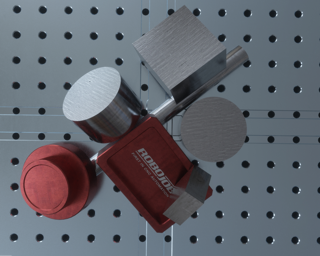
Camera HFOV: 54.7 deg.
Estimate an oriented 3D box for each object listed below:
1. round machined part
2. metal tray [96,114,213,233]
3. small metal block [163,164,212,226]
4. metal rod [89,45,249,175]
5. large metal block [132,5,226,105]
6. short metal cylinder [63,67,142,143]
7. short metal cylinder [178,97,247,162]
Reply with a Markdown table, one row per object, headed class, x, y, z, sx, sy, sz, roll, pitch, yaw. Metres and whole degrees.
| class | x | y | z | sx | sy | sz | roll | pitch | yaw |
| --- | --- | --- | --- | --- | --- | --- | --- | --- | --- |
| round machined part | -0.134 | 0.069 | 0.391 | 0.098 | 0.042 | 0.097 | 2 | 96 | 15 |
| metal tray | -0.006 | 0.058 | 0.396 | 0.090 | 0.030 | 0.130 | -38 | 103 | 0 |
| small metal block | 0.033 | 0.080 | 0.372 | 0.025 | 0.050 | 0.050 | 35 | 125 | -2 |
| metal rod | -0.009 | -0.009 | 0.415 | 0.300 | 0.025 | 0.025 | -37 | 90 | 0 |
| large metal block | 0.026 | -0.090 | 0.389 | 0.080 | 0.050 | 0.080 | -37 | 71 | 0 |
| short metal cylinder | -0.070 | -0.028 | 0.380 | 0.080 | 0.050 | 0.080 | -15 | 51 | 20 |
| short metal cylinder | 0.065 | 0.002 | 0.401 | 0.081 | 0.050 | 0.079 | 0 | 90 | 0 |
